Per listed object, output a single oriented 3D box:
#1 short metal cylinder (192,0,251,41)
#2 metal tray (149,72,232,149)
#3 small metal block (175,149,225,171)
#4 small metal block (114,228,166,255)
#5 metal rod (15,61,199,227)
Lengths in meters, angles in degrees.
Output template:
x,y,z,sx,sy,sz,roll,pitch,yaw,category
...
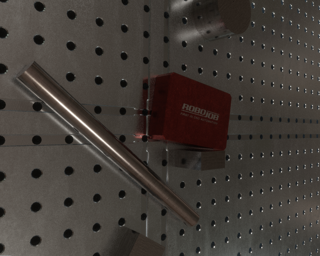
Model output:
x,y,z,sx,sy,sz,roll,pitch,yaw,category
0.095,-0.179,0.474,0.081,0.050,0.079,0,90,-40,short metal cylinder
0.048,-0.019,0.449,0.131,0.030,0.090,13,82,-40,metal tray
0.057,0.044,0.444,0.050,0.050,0.025,1,90,-40,small metal block
-0.027,0.162,0.388,0.050,0.025,0.050,42,65,-33,small metal block
-0.042,0.038,0.375,0.300,0.025,0.025,47,62,-30,metal rod
